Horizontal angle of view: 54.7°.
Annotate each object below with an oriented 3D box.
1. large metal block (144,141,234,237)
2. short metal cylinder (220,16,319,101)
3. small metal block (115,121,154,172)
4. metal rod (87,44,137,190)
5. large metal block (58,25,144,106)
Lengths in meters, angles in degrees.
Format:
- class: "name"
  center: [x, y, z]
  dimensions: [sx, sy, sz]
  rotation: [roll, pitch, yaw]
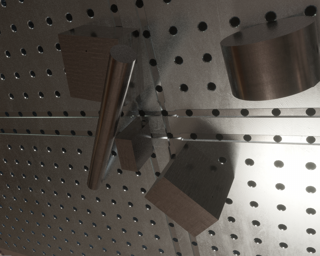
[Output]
- class: "large metal block"
  center: [0.040, 0.077, 0.401]
  dimensions: [0.080, 0.080, 0.050]
  rotation: [38, 129, 2]
- class: "short metal cylinder"
  center: [0.101, -0.064, 0.283]
  dimensions: [0.080, 0.080, 0.050]
  rotation: [-5, 116, 30]
- class: "small metal block"
  center: [-0.034, 0.024, 0.426]
  dimensions: [0.025, 0.050, 0.050]
  rotation: [6, 121, 25]
- class: "metal rod"
  center: [-0.073, 0.012, 0.409]
  dimensions: [0.025, 0.025, 0.298]
  rotation: [33, 143, 6]
- class: "large metal block"
  center: [-0.069, -0.079, 0.381]
  dimensions: [0.080, 0.050, 0.079]
  rotation: [11, 123, 22]
